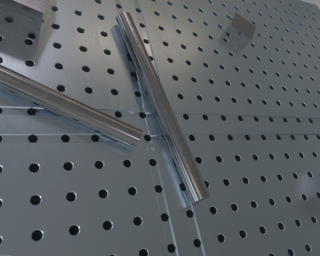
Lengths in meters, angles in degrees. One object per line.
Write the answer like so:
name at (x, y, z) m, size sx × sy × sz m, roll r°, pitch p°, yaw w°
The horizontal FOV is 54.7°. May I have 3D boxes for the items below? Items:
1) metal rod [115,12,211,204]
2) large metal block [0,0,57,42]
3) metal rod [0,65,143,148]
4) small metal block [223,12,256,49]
metal rod at (-0.003, -0.041, 0.431) m, size 0.025 × 0.025 × 0.299 m, roll -10°, pitch 67°, yaw -32°
large metal block at (-0.182, -0.171, 0.399) m, size 0.081 × 0.050 × 0.080 m, roll 19°, pitch 54°, yaw -17°
metal rod at (-0.160, -0.049, 0.351) m, size 0.301 × 0.025 × 0.025 m, roll 25°, pitch 53°, yaw -13°
small metal block at (0.158, -0.192, 0.611) m, size 0.050 × 0.025 × 0.050 m, roll 33°, pitch 51°, yaw -7°
